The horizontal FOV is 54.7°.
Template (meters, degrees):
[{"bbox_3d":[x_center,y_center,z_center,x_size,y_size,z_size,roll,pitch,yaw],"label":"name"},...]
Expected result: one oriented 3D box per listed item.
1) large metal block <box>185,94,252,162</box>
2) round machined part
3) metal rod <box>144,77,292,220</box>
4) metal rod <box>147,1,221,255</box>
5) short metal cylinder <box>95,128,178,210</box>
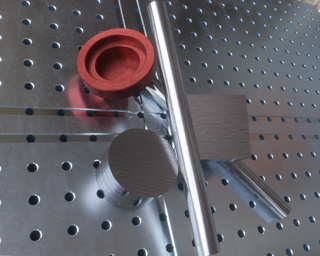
[{"bbox_3d":[0.066,0.002,0.400,0.081,0.050,0.080,-1,79,-8],"label":"large metal block"},{"bbox_3d":[-0.053,-0.078,0.400,0.099,0.042,0.098,-2,63,5],"label":"round machined part"},{"bbox_3d":[0.065,0.014,0.436,0.300,0.025,0.025,44,51,2],"label":"metal rod"},{"bbox_3d":[0.023,-0.011,0.359,0.025,0.025,0.299,-3,74,-30],"label":"metal rod"},{"bbox_3d":[-0.027,0.047,0.350,0.081,0.050,0.080,14,56,-21],"label":"short metal cylinder"}]
